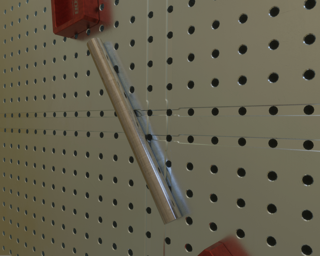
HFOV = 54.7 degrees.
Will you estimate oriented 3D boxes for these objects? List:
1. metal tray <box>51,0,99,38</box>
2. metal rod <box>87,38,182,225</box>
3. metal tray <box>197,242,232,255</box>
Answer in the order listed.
[{"bbox_3d":[-0.148,-0.231,0.528,0.090,0.030,0.129,-9,85,39],"label":"metal tray"},{"bbox_3d":[-0.044,-0.009,0.445,0.025,0.025,0.299,-39,66,33],"label":"metal rod"},{"bbox_3d":[0.073,0.209,0.345,0.130,0.030,0.090,52,120,27],"label":"metal tray"}]
